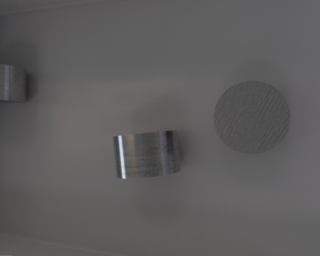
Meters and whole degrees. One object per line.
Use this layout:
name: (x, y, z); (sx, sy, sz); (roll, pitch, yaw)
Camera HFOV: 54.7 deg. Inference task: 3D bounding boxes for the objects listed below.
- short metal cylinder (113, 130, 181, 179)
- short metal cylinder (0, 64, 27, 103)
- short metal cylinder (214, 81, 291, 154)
short metal cylinder: (-0.016, 0.032, 0.387); (0.080, 0.080, 0.050); (-7, 88, 20)
short metal cylinder: (-0.245, -0.066, 0.468); (0.080, 0.080, 0.050); (2, 91, 20)
short metal cylinder: (0.107, -0.012, 0.359); (0.080, 0.050, 0.080); (0, 90, 20)
